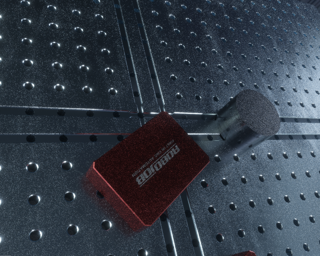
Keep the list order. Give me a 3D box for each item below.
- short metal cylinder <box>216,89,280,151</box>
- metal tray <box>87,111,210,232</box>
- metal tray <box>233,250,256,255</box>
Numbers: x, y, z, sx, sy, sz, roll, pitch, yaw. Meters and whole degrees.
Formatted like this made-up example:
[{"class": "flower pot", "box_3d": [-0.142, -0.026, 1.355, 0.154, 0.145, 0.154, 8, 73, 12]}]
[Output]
[{"class": "short metal cylinder", "box_3d": [0.135, -0.012, 0.474, 0.081, 0.050, 0.080, 14, 56, -21]}, {"class": "metal tray", "box_3d": [-0.009, 0.046, 0.373, 0.090, 0.030, 0.131, 47, 51, 5]}, {"class": "metal tray", "box_3d": [0.074, 0.203, 0.322, 0.131, 0.030, 0.090, -21, 73, -36]}]
